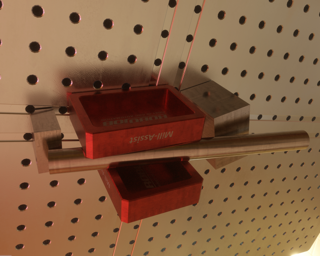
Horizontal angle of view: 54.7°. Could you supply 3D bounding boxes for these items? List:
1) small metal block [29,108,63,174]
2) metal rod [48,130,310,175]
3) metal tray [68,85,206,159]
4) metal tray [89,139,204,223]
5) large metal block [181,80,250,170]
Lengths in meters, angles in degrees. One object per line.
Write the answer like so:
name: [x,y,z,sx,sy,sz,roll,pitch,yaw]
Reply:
small metal block: [-0.124,0.013,0.336,0.025,0.050,0.050,-8,122,-25]
metal rod: [0.035,0.024,0.349,0.302,0.025,0.025,-4,121,-16]
metal tray: [-0.027,-0.013,0.347,0.131,0.090,0.030,-9,123,-24]
metal tray: [-0.022,0.043,0.360,0.091,0.130,0.030,-9,123,-24]
large metal block: [0.072,-0.006,0.412,0.050,0.080,0.079,-21,127,-17]
